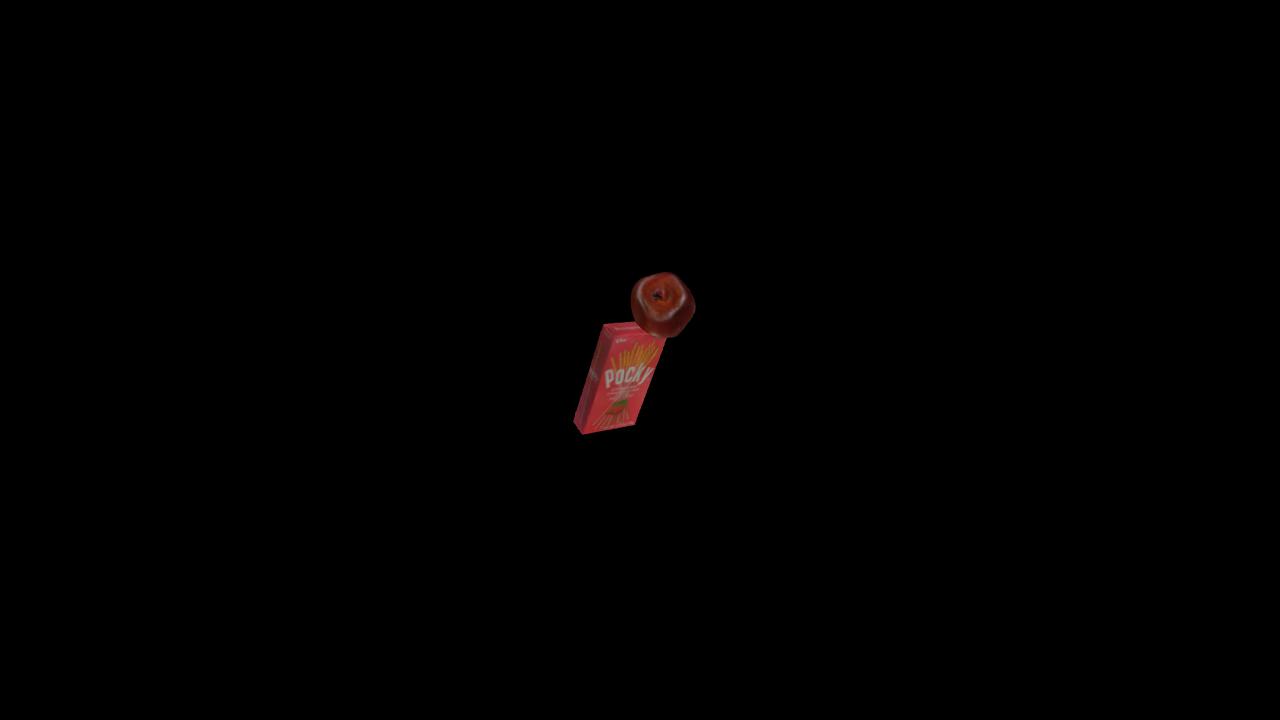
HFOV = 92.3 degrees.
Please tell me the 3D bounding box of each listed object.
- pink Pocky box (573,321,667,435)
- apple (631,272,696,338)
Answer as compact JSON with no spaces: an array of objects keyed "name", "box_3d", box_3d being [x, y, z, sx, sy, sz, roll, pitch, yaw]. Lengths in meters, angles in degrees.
[{"name":"pink Pocky box","box_3d":[-0.025,0.022,0.762,0.084,0.155,0.029,-7,40,-36]},{"name":"apple","box_3d":[0.026,-0.064,0.734,0.079,0.079,0.093,0,-15,8]}]
